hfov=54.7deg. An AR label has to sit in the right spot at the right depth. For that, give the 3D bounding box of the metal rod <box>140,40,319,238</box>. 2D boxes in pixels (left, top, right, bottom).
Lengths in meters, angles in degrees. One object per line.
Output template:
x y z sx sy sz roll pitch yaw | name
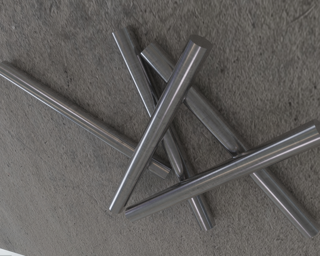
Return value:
0.087 0.017 0.371 0.300 0.025 0.025 47 129 -6 | metal rod

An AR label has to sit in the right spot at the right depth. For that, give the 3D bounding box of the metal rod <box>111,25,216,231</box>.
0.012 0.014 0.408 0.025 0.025 0.299 -11 113 33 | metal rod

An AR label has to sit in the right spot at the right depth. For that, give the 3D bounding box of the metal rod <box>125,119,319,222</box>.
0.055 0.067 0.385 0.299 0.025 0.025 -34 100 38 | metal rod

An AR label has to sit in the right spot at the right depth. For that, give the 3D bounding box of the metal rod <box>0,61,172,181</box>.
-0.114 -0.014 0.458 0.301 0.025 0.025 32 129 7 | metal rod

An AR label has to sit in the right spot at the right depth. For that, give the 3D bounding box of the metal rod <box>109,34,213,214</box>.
-0.014 0.020 0.392 0.025 0.025 0.298 33 129 7 | metal rod
